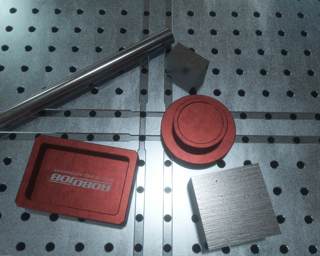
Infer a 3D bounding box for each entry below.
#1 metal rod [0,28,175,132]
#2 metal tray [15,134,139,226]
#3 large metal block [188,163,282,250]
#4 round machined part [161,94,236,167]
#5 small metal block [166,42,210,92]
[{"bbox_3d":[-0.114,-0.065,0.433,0.302,0.025,0.025,-29,73,-11],"label":"metal rod"},{"bbox_3d":[-0.098,0.064,0.384,0.131,0.030,0.090,10,70,3],"label":"metal tray"},{"bbox_3d":[0.083,0.093,0.366,0.081,0.050,0.080,-11,71,-5],"label":"large metal block"},{"bbox_3d":[0.050,0.000,0.403,0.099,0.042,0.098,0,70,-1],"label":"round machined part"},{"bbox_3d":[0.037,-0.083,0.429,0.050,0.050,0.025,34,74,11],"label":"small metal block"}]
